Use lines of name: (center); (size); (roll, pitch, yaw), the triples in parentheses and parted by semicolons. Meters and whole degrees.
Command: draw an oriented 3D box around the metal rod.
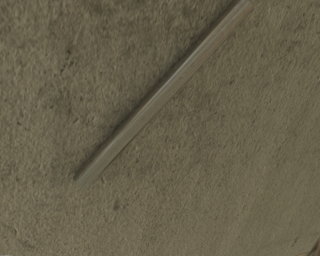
metal rod: (0.001, -0.040, 0.383); (0.300, 0.025, 0.025); (-47, 130, 5)
